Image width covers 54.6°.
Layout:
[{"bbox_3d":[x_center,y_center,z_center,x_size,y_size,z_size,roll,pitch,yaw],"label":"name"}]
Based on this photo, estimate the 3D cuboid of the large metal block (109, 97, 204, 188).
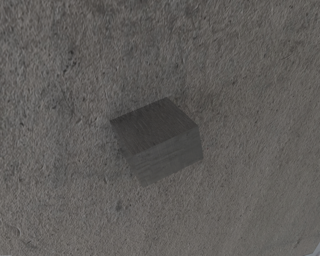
[{"bbox_3d":[-0.005,0.014,0.376,0.080,0.080,0.050,-24,127,-14],"label":"large metal block"}]
